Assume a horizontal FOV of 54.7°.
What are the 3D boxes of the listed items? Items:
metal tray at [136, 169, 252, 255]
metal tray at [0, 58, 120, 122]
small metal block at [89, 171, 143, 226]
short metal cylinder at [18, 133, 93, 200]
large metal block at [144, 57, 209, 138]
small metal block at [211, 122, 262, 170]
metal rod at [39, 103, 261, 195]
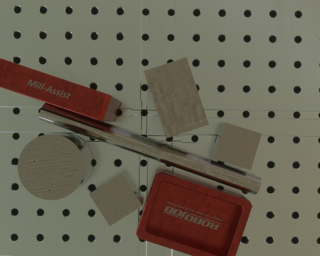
[{"bbox_3d":[0.044,0.117,0.411,0.131,0.030,0.090,18,90,0],"label":"metal tray"},{"bbox_3d":[-0.120,-0.042,0.379,0.131,0.090,0.030,19,90,0],"label":"metal tray"},{"bbox_3d":[-0.057,0.093,0.413,0.050,0.025,0.050,-32,90,0],"label":"small metal block"},{"bbox_3d":[-0.132,0.047,0.399,0.081,0.050,0.080,0,90,0],"label":"short metal cylinder"},{"bbox_3d":[0.019,-0.034,0.387,0.050,0.080,0.080,-19,90,0],"label":"large metal block"},{"bbox_3d":[0.101,0.024,0.414,0.050,0.025,0.050,17,90,0],"label":"small metal block"},{"bbox_3d":[-0.012,0.028,0.413,0.301,0.025,0.025,19,90,0],"label":"metal rod"}]
